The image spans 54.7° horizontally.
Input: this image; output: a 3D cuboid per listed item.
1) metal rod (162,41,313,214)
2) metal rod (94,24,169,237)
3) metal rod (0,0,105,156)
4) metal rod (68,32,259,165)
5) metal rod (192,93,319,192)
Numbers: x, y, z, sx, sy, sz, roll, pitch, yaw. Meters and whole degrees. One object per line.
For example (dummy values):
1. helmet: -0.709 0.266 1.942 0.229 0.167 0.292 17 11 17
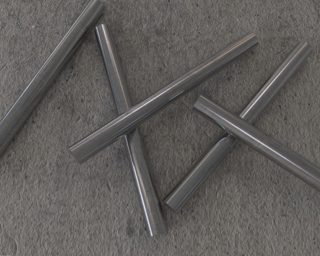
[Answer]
1. metal rod: 0.111 -0.010 0.412 0.025 0.025 0.301 40 74 13
2. metal rod: -0.043 -0.011 0.411 0.025 0.025 0.299 -15 71 -6
3. metal rod: -0.164 -0.065 0.430 0.025 0.025 0.300 26 72 9
4. metal rod: 0.018 -0.048 0.407 0.302 0.025 0.025 -35 74 -19
5. metal rod: 0.171 0.049 0.374 0.301 0.025 0.025 33 73 4
